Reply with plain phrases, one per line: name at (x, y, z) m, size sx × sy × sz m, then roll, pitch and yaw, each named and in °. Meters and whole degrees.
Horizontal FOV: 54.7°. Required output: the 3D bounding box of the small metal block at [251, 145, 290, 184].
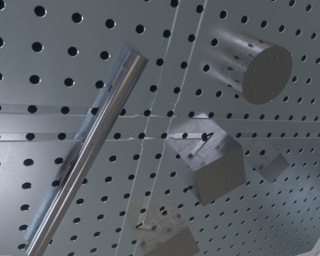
small metal block at (0.201, 0.067, 0.563) m, size 0.050 × 0.025 × 0.050 m, roll -46°, pitch 129°, yaw 4°

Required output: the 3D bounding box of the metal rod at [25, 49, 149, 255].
metal rod at (-0.097, 0.042, 0.384) m, size 0.025 × 0.025 × 0.298 m, roll 20°, pitch 108°, yaw -36°

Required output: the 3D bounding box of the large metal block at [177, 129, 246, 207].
large metal block at (0.081, 0.061, 0.477) m, size 0.080 × 0.050 × 0.080 m, roll -27°, pitch 128°, yaw -12°

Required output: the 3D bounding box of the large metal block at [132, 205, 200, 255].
large metal block at (0.012, 0.190, 0.519) m, size 0.080 × 0.050 × 0.080 m, roll -30°, pitch 129°, yaw -9°

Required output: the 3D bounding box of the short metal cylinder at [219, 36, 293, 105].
short metal cylinder at (0.128, -0.078, 0.417) m, size 0.081 × 0.050 × 0.079 m, roll -14°, pitch 124°, yaw -21°
